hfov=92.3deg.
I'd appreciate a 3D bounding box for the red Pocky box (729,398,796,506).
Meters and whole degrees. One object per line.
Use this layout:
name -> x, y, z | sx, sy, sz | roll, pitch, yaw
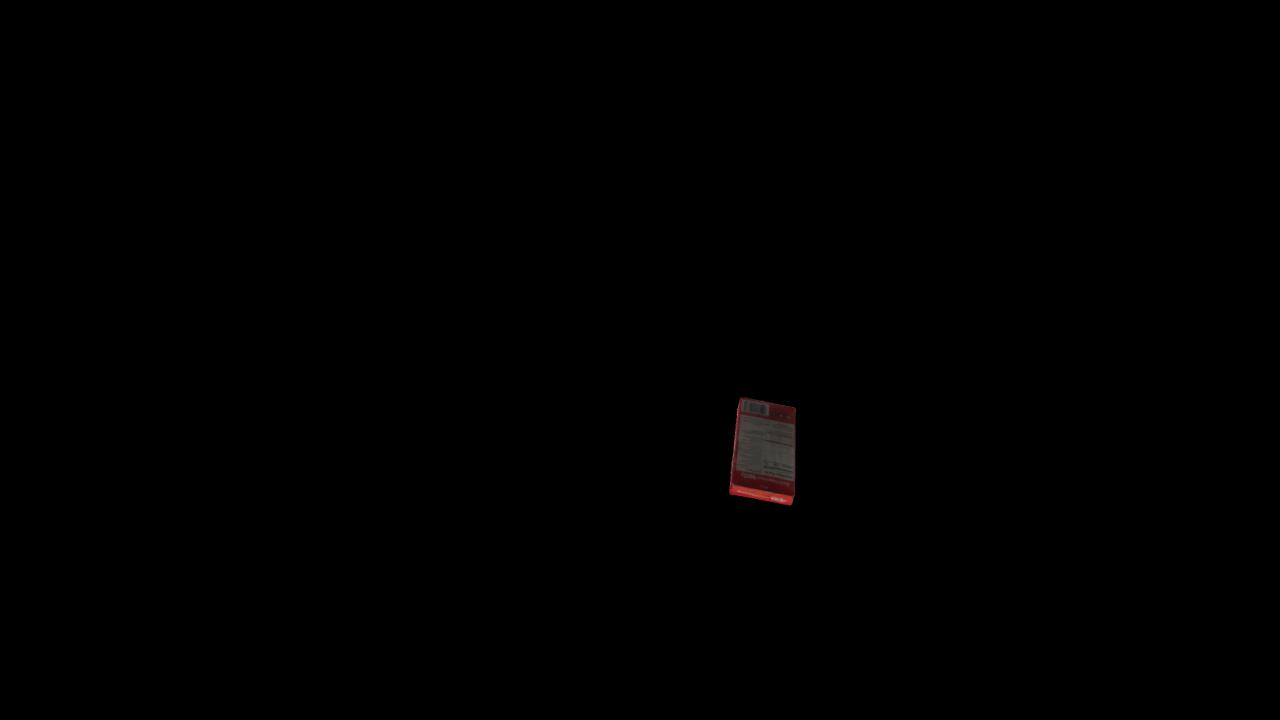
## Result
red Pocky box -> 0.168, 0.120, 0.834 | 0.083, 0.028, 0.155 | 11, 45, 4
